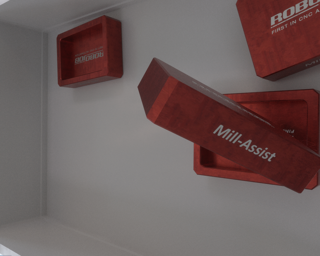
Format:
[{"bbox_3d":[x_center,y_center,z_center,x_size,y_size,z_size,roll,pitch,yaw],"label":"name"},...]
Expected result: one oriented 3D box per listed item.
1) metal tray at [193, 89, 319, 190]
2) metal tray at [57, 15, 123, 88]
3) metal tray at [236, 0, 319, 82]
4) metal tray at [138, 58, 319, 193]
[{"bbox_3d":[0.098,0.009,0.322,0.130,0.030,0.089,1,91,40],"label":"metal tray"},{"bbox_3d":[-0.117,-0.118,0.499,0.130,0.030,0.089,-4,88,40],"label":"metal tray"},{"bbox_3d":[0.144,-0.108,0.285,0.130,0.030,0.090,-20,77,38],"label":"metal tray"},{"bbox_3d":[0.049,-0.006,0.242,0.030,0.131,0.090,-60,17,14],"label":"metal tray"}]
